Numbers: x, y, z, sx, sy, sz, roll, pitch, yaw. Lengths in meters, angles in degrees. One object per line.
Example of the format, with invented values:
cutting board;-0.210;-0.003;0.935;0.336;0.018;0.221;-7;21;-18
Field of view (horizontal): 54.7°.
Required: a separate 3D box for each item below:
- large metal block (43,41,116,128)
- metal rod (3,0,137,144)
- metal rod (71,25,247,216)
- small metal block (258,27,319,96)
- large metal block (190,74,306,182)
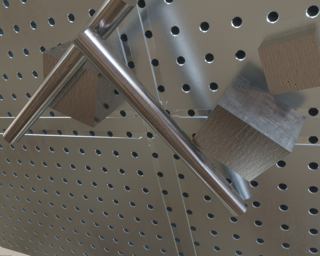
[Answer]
large metal block;-0.106;-0.059;0.414;0.080;0.050;0.079;24;127;13
metal rod;-0.128;-0.055;0.379;0.299;0.025;0.025;-35;99;38
metal rod;0.017;0.010;0.359;0.025;0.025;0.300;-22;122;36
small metal block;0.129;-0.064;0.303;0.050;0.025;0.050;-9;114;32
large metal block;0.091;0.003;0.334;0.080;0.050;0.080;34;147;5
